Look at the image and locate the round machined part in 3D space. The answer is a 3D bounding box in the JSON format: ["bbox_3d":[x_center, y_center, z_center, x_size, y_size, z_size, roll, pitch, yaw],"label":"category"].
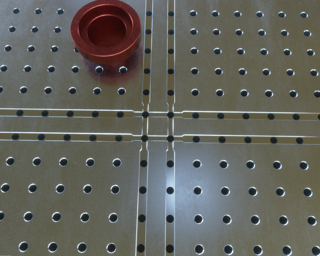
[{"bbox_3d":[-0.076,-0.135,0.452,0.099,0.042,0.098,0,70,0],"label":"round machined part"}]
